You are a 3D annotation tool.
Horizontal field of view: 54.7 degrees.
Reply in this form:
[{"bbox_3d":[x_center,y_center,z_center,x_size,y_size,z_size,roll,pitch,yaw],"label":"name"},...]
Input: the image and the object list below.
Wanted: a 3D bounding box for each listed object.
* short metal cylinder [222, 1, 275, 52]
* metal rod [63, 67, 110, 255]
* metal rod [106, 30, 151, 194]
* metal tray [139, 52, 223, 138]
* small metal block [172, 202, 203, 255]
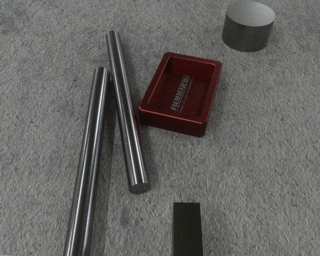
[{"bbox_3d":[0.152,-0.176,0.537,0.081,0.050,0.080,0,50,0],"label":"short metal cylinder"},{"bbox_3d":[-0.084,0.032,0.375,0.025,0.025,0.300,-1,50,-1],"label":"metal rod"},{"bbox_3d":[-0.052,-0.045,0.440,0.025,0.025,0.300,-9,51,-8],"label":"metal rod"},{"bbox_3d":[0.033,-0.053,0.444,0.090,0.030,0.130,13,51,10],"label":"metal tray"},{"bbox_3d":[0.025,0.106,0.298,0.025,0.050,0.050,1,50,1],"label":"small metal block"}]
